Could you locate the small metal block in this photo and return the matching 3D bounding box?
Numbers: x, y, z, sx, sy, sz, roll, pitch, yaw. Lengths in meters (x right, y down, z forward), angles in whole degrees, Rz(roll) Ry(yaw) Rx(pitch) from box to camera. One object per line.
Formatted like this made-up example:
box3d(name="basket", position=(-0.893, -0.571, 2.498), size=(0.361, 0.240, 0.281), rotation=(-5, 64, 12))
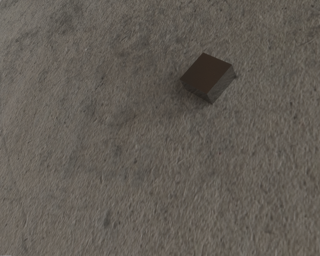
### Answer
box3d(name="small metal block", position=(0.063, -0.066, 0.411), size=(0.050, 0.025, 0.050), rotation=(-49, 52, -7))
